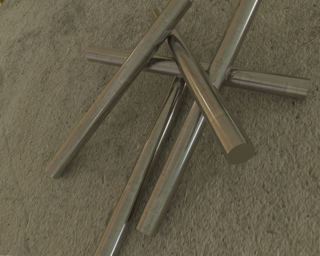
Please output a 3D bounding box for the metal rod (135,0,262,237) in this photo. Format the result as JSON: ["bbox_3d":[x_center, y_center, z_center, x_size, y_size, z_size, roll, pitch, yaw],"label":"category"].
[{"bbox_3d":[0.047,-0.021,0.354,0.025,0.025,0.299,22,85,36],"label":"metal rod"}]

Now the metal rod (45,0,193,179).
[{"bbox_3d":[-0.062,-0.048,0.414,0.299,0.025,0.025,-51,50,13],"label":"metal rod"}]

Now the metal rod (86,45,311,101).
[{"bbox_3d":[0.031,-0.077,0.404,0.301,0.025,0.025,14,69,23],"label":"metal rod"}]

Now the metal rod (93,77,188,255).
[{"bbox_3d":[-0.020,0.051,0.383,0.025,0.025,0.300,11,67,33],"label":"metal rod"}]

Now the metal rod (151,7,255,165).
[{"bbox_3d":[0.033,-0.075,0.363,0.025,0.025,0.300,-29,42,9],"label":"metal rod"}]
